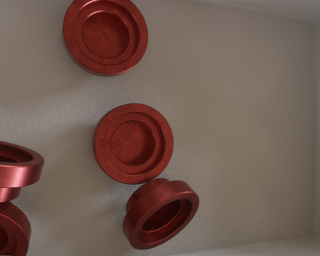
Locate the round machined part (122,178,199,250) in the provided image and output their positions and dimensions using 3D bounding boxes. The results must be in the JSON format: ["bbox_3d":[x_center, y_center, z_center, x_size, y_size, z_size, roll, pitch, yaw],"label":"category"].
[{"bbox_3d":[-0.003,0.101,0.385,0.099,0.042,0.097,-23,137,-23],"label":"round machined part"}]

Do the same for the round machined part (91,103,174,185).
[{"bbox_3d":[-0.036,0.019,0.389,0.099,0.042,0.097,0,90,-21],"label":"round machined part"}]

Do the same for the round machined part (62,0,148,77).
[{"bbox_3d":[-0.067,-0.111,0.377,0.099,0.042,0.097,0,90,-21],"label":"round machined part"}]

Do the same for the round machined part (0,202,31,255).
[{"bbox_3d":[-0.186,0.107,0.320,0.099,0.042,0.097,-6,118,-11],"label":"round machined part"}]

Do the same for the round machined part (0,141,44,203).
[{"bbox_3d":[-0.172,0.042,0.309,0.099,0.098,0.042,15,94,-20],"label":"round machined part"}]
